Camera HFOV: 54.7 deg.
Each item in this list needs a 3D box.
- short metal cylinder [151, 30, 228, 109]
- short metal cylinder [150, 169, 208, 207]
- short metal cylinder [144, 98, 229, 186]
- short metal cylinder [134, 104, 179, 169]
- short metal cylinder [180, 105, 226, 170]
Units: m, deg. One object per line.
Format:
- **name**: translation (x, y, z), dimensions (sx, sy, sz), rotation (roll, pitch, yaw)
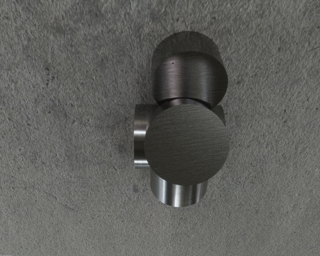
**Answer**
- **short metal cylinder**: translation (0.031, -0.060, 0.343), dimensions (0.081, 0.050, 0.079), rotation (0, 130, 0)
- **short metal cylinder**: translation (0.027, 0.060, 0.425), dimensions (0.081, 0.080, 0.050), rotation (0, 130, -1)
- **short metal cylinder**: translation (0.025, 0.012, 0.316), dimensions (0.081, 0.050, 0.079), rotation (0, 102, -1)
- **short metal cylinder**: translation (-0.004, 0.010, 0.382), dimensions (0.050, 0.080, 0.079), rotation (0, 130, -1)
- **short metal cylinder**: translation (0.048, 0.011, 0.382), dimensions (0.050, 0.080, 0.079), rotation (1, 130, 0)
